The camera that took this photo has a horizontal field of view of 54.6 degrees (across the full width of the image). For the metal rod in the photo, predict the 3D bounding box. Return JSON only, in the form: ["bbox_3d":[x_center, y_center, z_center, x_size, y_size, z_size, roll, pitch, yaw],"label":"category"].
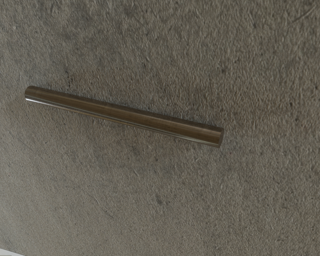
[{"bbox_3d":[-0.063,-0.021,0.427,0.301,0.025,0.025,13,124,20],"label":"metal rod"}]
